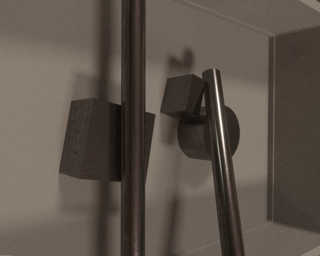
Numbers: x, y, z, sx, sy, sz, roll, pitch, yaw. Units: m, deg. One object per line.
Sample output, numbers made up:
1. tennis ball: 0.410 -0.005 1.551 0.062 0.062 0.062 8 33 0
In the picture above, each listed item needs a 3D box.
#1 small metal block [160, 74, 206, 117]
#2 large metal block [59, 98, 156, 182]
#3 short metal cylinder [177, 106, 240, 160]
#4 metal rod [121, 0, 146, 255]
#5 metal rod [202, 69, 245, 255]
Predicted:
1. small metal block: 0.030 -0.042 0.418 0.025 0.050 0.050 20 77 -38
2. large metal block: -0.057 0.016 0.344 0.081 0.050 0.080 13 82 -40
3. short metal cylinder: 0.072 0.008 0.453 0.081 0.050 0.079 0 90 -40
4. metal rod: -0.028 -0.003 0.319 0.025 0.025 0.298 0 90 -40
5. metal rod: 0.077 0.064 0.370 0.025 0.025 0.299 16 61 -39
